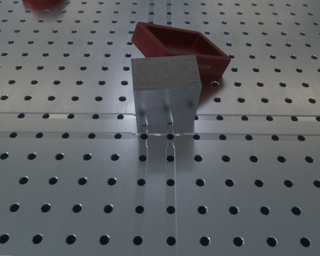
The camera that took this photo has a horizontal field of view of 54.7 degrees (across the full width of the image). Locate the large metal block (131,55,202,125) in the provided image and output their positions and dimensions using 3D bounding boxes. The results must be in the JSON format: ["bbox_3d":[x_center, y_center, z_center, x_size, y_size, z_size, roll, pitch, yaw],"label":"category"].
[{"bbox_3d":[0.006,-0.048,0.407,0.081,0.080,0.050,-5,61,-4],"label":"large metal block"}]

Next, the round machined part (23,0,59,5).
[{"bbox_3d":[-0.249,-0.303,0.650,0.099,0.042,0.098,0,50,0],"label":"round machined part"}]

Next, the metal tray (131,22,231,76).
[{"bbox_3d":[0.033,-0.118,0.469,0.131,0.030,0.090,-5,45,-38],"label":"metal tray"}]
